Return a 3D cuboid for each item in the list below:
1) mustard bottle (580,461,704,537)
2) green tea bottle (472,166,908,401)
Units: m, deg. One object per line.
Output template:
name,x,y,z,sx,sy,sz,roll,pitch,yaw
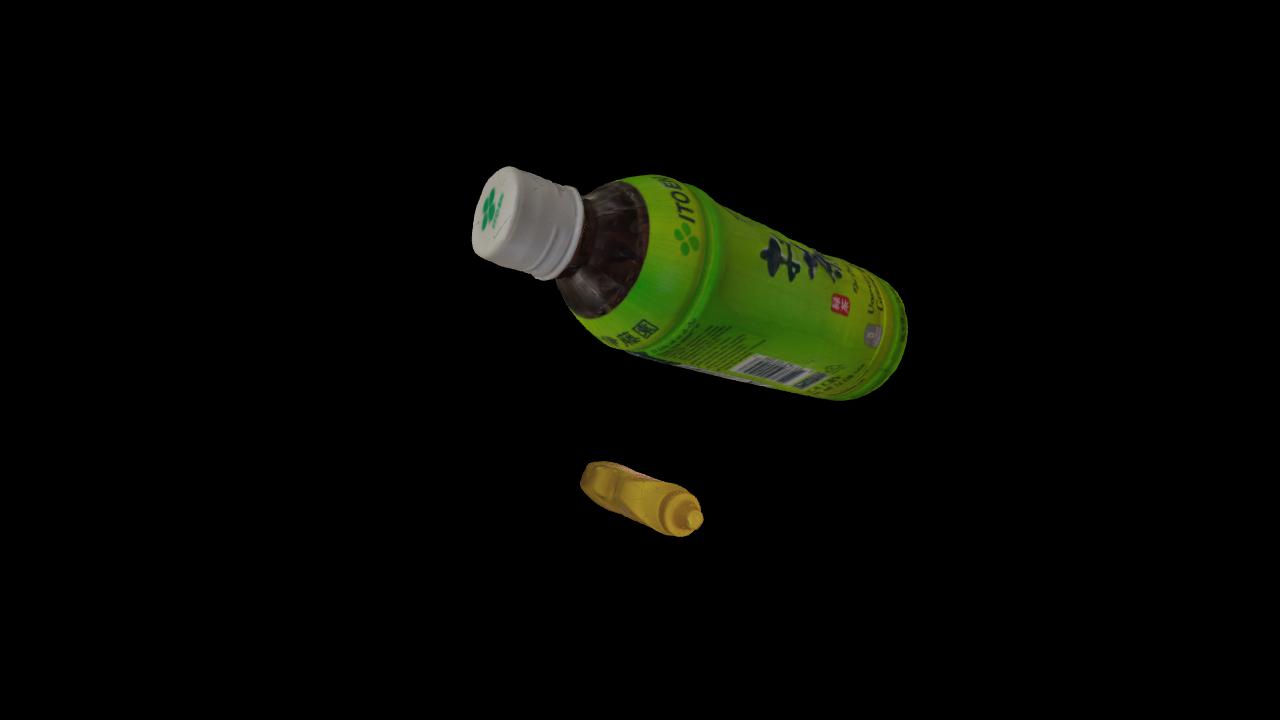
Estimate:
mustard bottle,0.010,0.148,0.645,0.092,0.054,0.184,34,-15,-23
green tea bottle,0.033,-0.028,0.259,0.212,0.073,0.073,11,-7,-41
